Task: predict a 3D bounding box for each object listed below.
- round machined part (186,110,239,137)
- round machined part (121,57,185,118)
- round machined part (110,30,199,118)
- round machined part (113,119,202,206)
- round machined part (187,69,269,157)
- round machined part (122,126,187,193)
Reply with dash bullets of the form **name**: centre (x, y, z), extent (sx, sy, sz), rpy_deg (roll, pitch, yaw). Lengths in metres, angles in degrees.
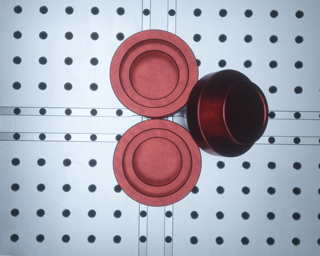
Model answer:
- **round machined part**: centre (0.085, -0.017, 0.406), extent (0.099, 0.042, 0.097), rpy_deg (0, 90, 0)
- **round machined part**: centre (-0.005, -0.061, 0.406), extent (0.099, 0.042, 0.097), rpy_deg (0, 90, 0)
- **round machined part**: centre (-0.006, -0.060, 0.362), extent (0.099, 0.042, 0.097), rpy_deg (0, 90, 0)
- **round machined part**: centre (-0.003, 0.038, 0.362), extent (0.099, 0.042, 0.097), rpy_deg (0, 90, 0)
- **round machined part**: centre (0.081, -0.016, 0.342), extent (0.099, 0.042, 0.097), rpy_deg (0, 89, -32)
- **round machined part**: centre (-0.004, 0.038, 0.405), extent (0.099, 0.042, 0.097), rpy_deg (0, 90, 0)
